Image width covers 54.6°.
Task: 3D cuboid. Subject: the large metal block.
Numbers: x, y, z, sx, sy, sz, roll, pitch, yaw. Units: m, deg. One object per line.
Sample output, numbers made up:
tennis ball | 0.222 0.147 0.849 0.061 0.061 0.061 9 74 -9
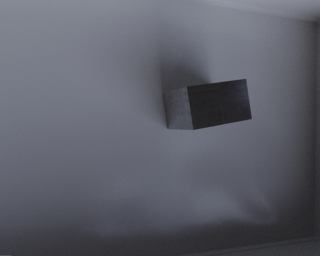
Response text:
large metal block | 0.058 -0.029 0.402 0.081 0.080 0.050 -10 94 -20
